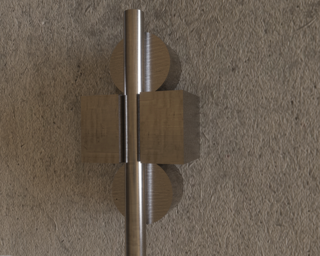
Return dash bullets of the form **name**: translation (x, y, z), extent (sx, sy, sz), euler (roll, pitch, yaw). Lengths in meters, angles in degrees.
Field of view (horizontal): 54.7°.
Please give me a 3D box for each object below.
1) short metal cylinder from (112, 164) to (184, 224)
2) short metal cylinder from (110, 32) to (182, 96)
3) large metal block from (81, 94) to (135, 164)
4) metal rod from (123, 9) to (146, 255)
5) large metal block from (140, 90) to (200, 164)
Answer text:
- **short metal cylinder**: translation (-0.014, 0.078, 0.402), extent (0.080, 0.050, 0.080), euler (0, 89, 20)
- **short metal cylinder**: translation (-0.017, -0.078, 0.403), extent (0.080, 0.050, 0.080), euler (0, 89, 20)
- **large metal block**: translation (-0.057, 0.001, 0.401), extent (0.050, 0.080, 0.080), euler (-1, 90, 20)
- **metal rod**: translation (-0.030, 0.012, 0.367), extent (0.025, 0.025, 0.298), euler (-1, 90, 20)
- **large metal block**: translation (0.015, -0.001, 0.375), extent (0.050, 0.080, 0.080), euler (-1, 90, 20)
